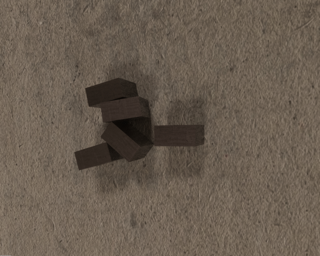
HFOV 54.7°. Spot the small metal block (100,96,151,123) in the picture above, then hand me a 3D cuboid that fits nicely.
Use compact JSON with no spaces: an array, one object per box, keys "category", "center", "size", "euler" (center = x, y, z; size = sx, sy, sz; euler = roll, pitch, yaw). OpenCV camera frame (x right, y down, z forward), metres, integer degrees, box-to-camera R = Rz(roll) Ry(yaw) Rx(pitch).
[{"category":"small metal block","center":[-0.044,-0.023,0.407],"size":[0.050,0.050,0.025],"euler":[-9,88,11]}]

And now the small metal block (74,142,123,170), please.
[{"category":"small metal block","center":[-0.078,0.036,0.422],"size":[0.050,0.050,0.025],"euler":[-17,85,19]}]

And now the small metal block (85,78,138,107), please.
[{"category":"small metal block","center":[-0.063,-0.045,0.417],"size":[0.050,0.050,0.025],"euler":[-14,85,19]}]

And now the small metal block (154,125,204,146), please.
[{"category":"small metal block","center":[0.025,0.009,0.386],"size":[0.050,0.050,0.025],"euler":[-1,90,19]}]

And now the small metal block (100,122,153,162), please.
[{"category":"small metal block","center":[-0.042,0.017,0.409],"size":[0.050,0.050,0.025],"euler":[40,103,14]}]
